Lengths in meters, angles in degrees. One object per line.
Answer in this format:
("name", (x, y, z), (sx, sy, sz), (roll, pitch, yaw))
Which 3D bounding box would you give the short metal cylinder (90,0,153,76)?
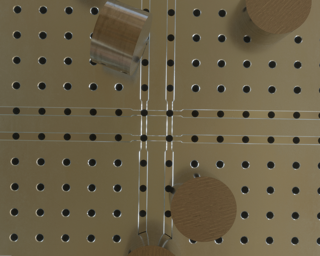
("short metal cylinder", (-0.047, -0.111, 0.385), (0.050, 0.080, 0.080), (20, 90, 0))

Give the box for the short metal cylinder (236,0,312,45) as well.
("short metal cylinder", (0.145, -0.154, 0.402), (0.081, 0.050, 0.079), (0, 90, 0))

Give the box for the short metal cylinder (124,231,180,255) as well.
("short metal cylinder", (-0.011, 0.182, 0.401), (0.081, 0.050, 0.079), (0, 90, 0))

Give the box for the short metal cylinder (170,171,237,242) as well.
("short metal cylinder", (0.053, 0.099, 0.401), (0.081, 0.050, 0.079), (0, 90, 0))
